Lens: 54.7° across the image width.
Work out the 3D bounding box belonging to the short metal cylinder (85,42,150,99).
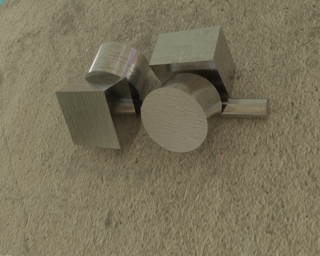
[{"bbox_3d":[-0.061,-0.078,0.449,0.080,0.080,0.050,4,64,30],"label":"short metal cylinder"}]

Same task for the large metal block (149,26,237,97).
[{"bbox_3d":[0.045,-0.077,0.393,0.080,0.080,0.050,2,63,29],"label":"large metal block"}]

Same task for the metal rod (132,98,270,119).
[{"bbox_3d":[-0.007,-0.028,0.428,0.300,0.025,0.025,3,63,29],"label":"metal rod"}]

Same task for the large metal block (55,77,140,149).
[{"bbox_3d":[-0.082,-0.021,0.418,0.080,0.080,0.050,3,29,29],"label":"large metal block"}]

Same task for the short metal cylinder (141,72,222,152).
[{"bbox_3d":[0.025,-0.019,0.360,0.080,0.080,0.050,2,28,29],"label":"short metal cylinder"}]
